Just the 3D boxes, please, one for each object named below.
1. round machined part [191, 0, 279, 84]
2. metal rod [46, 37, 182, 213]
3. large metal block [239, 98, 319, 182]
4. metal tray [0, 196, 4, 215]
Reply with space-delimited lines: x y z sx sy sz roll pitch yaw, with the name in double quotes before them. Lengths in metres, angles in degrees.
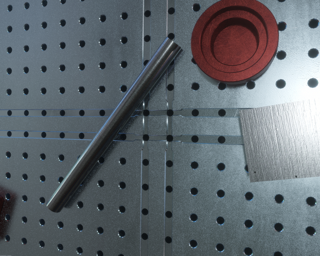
"round machined part" 0.090 -0.101 0.372 0.098 0.042 0.097 0 90 20
"metal rod" -0.071 0.003 0.437 0.025 0.025 0.299 41 103 15
"large metal block" 0.139 0.014 0.350 0.080 0.050 0.080 -9 87 19
"metal tray" -0.336 0.139 0.528 0.130 0.030 0.089 20 96 18
